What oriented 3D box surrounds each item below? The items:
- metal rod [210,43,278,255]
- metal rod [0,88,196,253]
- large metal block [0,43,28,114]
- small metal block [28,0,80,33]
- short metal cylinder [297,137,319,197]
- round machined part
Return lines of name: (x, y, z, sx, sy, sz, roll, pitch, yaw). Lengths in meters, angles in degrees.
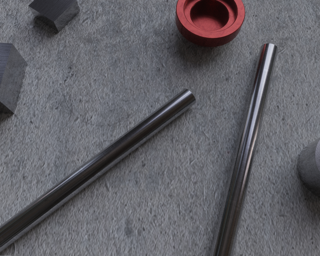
metal rod: (0.114, 0.018, 0.402, 0.025, 0.025, 0.299, 17, 71, 6)
metal rod: (-0.075, 0.045, 0.390, 0.301, 0.025, 0.025, -37, 75, -13)
large metal block: (-0.237, -0.068, 0.417, 0.081, 0.050, 0.080, 4, 70, 1)
small metal block: (-0.160, -0.183, 0.473, 0.050, 0.025, 0.050, 34, 73, 11)
short metal cylinder: (0.220, 0.046, 0.381, 0.081, 0.050, 0.080, 0, 70, 0)
round machined part: (0.072, -0.161, 0.459, 0.099, 0.042, 0.098, 0, 70, -1)
